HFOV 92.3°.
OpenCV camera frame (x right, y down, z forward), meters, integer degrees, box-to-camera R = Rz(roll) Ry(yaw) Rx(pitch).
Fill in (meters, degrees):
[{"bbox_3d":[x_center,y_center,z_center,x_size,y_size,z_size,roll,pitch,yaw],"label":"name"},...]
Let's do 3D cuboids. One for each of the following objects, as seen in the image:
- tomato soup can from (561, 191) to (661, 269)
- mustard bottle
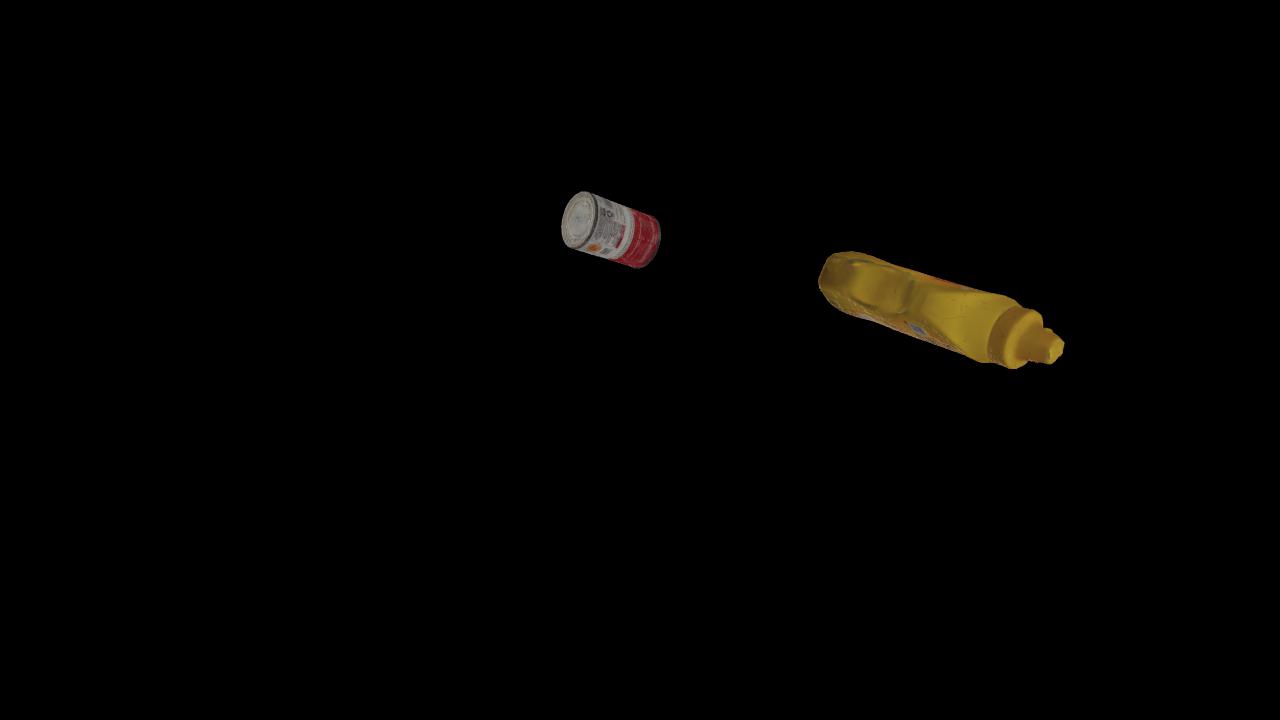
[{"bbox_3d":[-0.034,-0.151,0.722,0.101,0.068,0.068,9,-6,-42],"label":"tomato soup can"},{"bbox_3d":[0.231,-0.037,0.475,0.092,0.054,0.184,22,9,-34],"label":"mustard bottle"}]
